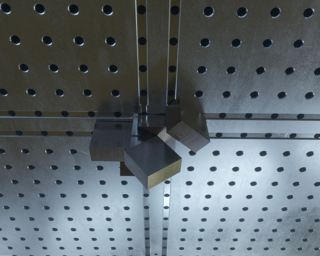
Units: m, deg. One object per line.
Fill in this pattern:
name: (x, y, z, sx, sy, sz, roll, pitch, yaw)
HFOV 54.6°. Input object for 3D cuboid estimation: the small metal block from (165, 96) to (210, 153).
small metal block: (0.034, -0.005, 0.391, 0.050, 0.050, 0.025, 35, 121, -26)

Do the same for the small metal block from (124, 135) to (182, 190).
small metal block: (-0.009, 0.042, 0.384, 0.050, 0.050, 0.025, -25, 138, -29)

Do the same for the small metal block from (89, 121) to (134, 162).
small metal block: (-0.062, 0.017, 0.409, 0.050, 0.050, 0.025, 2, 131, -1)

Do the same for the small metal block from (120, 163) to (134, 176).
small metal block: (-0.027, 0.048, 0.432, 0.050, 0.050, 0.025, 1, 99, -1)

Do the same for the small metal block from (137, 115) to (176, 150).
small metal block: (-0.004, 0.009, 0.419, 0.050, 0.025, 0.050, 0, 130, -2)
